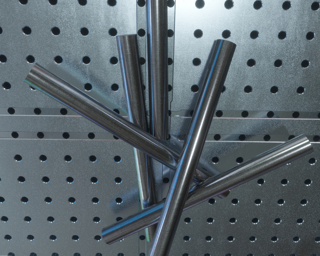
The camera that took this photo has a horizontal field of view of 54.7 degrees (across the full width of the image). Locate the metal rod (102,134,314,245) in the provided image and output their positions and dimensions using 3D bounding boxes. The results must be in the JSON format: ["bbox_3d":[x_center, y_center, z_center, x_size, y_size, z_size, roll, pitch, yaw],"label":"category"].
[{"bbox_3d":[0.052,0.087,0.412,0.300,0.025,0.025,-28,108,13],"label":"metal rod"}]

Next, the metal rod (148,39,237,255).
[{"bbox_3d":[0.037,0.038,0.389,0.025,0.025,0.298,17,95,-7],"label":"metal rod"}]

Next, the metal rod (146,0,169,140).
[{"bbox_3d":[-0.003,-0.128,0.366,0.025,0.025,0.298,-1,110,0],"label":"metal rod"}]

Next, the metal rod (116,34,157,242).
[{"bbox_3d":[-0.025,0.027,0.423,0.025,0.025,0.298,-6,110,2],"label":"metal rod"}]

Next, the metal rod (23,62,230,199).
[{"bbox_3d":[-0.023,0.015,0.391,0.301,0.025,0.025,33,107,-23],"label":"metal rod"}]
